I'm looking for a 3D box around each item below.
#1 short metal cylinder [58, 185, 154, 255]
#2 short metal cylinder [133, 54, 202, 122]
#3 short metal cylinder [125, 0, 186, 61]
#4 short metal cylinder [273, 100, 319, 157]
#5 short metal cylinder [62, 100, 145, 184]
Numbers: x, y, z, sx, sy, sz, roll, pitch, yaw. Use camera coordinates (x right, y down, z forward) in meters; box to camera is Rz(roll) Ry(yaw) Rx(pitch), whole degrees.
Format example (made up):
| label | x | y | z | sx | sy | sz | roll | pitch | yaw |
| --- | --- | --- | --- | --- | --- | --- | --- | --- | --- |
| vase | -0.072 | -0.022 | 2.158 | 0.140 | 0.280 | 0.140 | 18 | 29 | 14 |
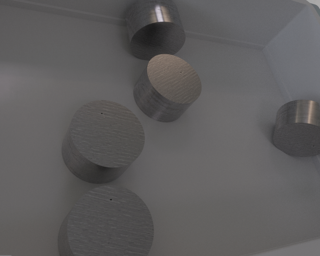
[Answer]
| label | x | y | z | sx | sy | sz | roll | pitch | yaw |
| --- | --- | --- | --- | --- | --- | --- | --- | --- | --- |
| short metal cylinder | -0.053 | 0.102 | 0.299 | 0.081 | 0.050 | 0.080 | 14 | 56 | -21 |
| short metal cylinder | 0.010 | -0.055 | 0.428 | 0.081 | 0.050 | 0.080 | 14 | 56 | -21 |
| short metal cylinder | -0.007 | -0.144 | 0.454 | 0.081 | 0.080 | 0.050 | 2 | 61 | -27 |
| short metal cylinder | 0.224 | 0.002 | 0.490 | 0.080 | 0.080 | 0.050 | 31 | 52 | -9 |
| short metal cylinder | -0.064 | 0.016 | 0.345 | 0.081 | 0.050 | 0.080 | 14 | 56 | -21 |
